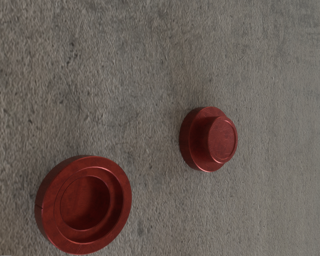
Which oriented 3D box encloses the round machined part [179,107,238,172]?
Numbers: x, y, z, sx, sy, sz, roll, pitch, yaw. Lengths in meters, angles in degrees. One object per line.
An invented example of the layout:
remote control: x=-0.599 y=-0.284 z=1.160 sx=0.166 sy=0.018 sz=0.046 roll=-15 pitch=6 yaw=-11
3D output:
round machined part: x=0.078 y=0.017 z=0.459 sx=0.099 sy=0.042 sz=0.097 roll=0 pitch=90 yaw=-40

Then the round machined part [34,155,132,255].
round machined part: x=-0.082 y=0.077 z=0.325 sx=0.099 sy=0.042 sz=0.097 roll=0 pitch=90 yaw=-40
